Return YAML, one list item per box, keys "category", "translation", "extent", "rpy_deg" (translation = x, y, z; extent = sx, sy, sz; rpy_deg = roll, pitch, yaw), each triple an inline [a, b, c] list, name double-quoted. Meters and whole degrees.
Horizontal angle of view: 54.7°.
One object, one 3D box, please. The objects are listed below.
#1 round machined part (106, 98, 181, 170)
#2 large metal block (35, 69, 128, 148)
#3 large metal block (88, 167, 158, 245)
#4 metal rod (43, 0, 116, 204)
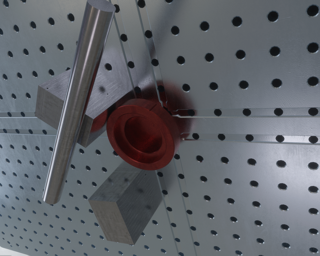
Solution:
- category: "round machined part"
  translation: [-0.018, 0.005, 0.413]
  extent: [0.098, 0.042, 0.097]
  rpy_deg: [13, 124, 21]
- category: "large metal block"
  translation: [-0.102, -0.032, 0.410]
  extent: [0.080, 0.080, 0.050]
  rpy_deg: [31, 128, 8]
- category: "large metal block"
  translation: [-0.053, 0.117, 0.476]
  extent: [0.050, 0.080, 0.080]
  rpy_deg: [-3, 117, 30]
- category: "metal rod"
  translation: [-0.104, -0.003, 0.360]
  extent: [0.025, 0.025, 0.298]
  rpy_deg: [33, 129, 7]
